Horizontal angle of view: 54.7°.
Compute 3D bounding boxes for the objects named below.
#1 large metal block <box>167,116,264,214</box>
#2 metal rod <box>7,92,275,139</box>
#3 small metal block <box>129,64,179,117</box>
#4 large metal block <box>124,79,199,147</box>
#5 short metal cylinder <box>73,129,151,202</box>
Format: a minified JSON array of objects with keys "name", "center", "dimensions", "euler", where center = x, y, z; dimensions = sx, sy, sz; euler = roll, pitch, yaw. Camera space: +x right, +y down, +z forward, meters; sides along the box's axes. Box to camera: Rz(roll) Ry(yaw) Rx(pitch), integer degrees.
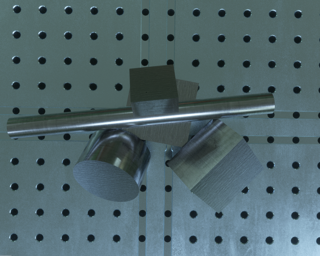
[{"name":"large metal block","center":[0.069,0.046,0.376],"dimensions":[0.080,0.050,0.080],"euler":[-45,134,0]},{"name":"metal rod","center":[-0.021,-0.014,0.360],"dimensions":[0.302,0.025,0.025],"euler":[-6,90,0]},{"name":"small metal block","center":[-0.007,-0.042,0.348],"dimensions":[0.050,0.025,0.050],"euler":[-6,55,0]},{"name":"large metal block","center":[0.000,-0.023,0.397],"dimensions":[0.080,0.050,0.080],"euler":[11,90,0]},{"name":"short metal cylinder","center":[-0.057,0.046,0.376],"dimensions":[0.080,0.079,0.050],"euler":[19,47,0]}]
